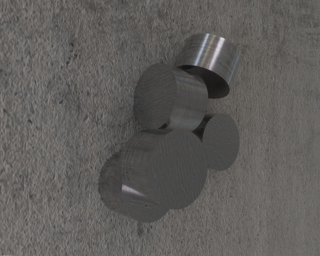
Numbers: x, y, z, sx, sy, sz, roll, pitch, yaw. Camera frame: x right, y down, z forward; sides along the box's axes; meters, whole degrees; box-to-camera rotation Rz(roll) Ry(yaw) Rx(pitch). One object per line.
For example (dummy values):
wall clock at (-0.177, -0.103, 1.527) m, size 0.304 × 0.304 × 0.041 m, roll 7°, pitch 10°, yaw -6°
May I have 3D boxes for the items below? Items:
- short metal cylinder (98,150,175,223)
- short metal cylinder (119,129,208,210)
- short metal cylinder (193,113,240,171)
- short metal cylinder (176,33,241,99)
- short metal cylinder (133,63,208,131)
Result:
short metal cylinder at (-0.025, 0.066, 0.368) m, size 0.081 × 0.050 × 0.080 m, roll 0°, pitch 90°, yaw -40°
short metal cylinder at (0.005, 0.041, 0.327) m, size 0.081 × 0.050 × 0.080 m, roll 0°, pitch 90°, yaw -40°
short metal cylinder at (0.070, 0.019, 0.447) m, size 0.081 × 0.050 × 0.080 m, roll 0°, pitch 90°, yaw -40°
short metal cylinder at (0.063, -0.082, 0.422) m, size 0.080 × 0.080 × 0.050 m, roll 35°, pitch 69°, yaw -35°
short metal cylinder at (0.011, -0.034, 0.378) m, size 0.050 × 0.080 × 0.080 m, roll 8°, pitch 85°, yaw -40°
